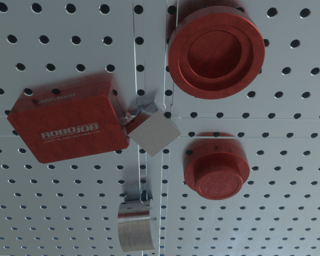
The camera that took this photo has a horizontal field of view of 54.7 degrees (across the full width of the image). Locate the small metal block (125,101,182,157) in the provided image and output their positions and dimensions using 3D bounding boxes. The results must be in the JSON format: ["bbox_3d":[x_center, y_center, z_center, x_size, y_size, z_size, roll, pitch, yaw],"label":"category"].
[{"bbox_3d":[-0.009,0.002,0.405,0.050,0.025,0.050,-39,122,9],"label":"small metal block"}]

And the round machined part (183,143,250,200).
[{"bbox_3d":[0.085,0.071,0.462,0.099,0.042,0.097,-1,130,0],"label":"round machined part"}]

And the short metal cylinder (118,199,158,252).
[{"bbox_3d":[-0.035,0.160,0.512,0.050,0.080,0.080,-7,130,5],"label":"short metal cylinder"}]

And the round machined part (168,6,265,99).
[{"bbox_3d":[0.057,-0.082,0.332,0.099,0.042,0.097,-1,130,0],"label":"round machined part"}]

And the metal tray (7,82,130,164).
[{"bbox_3d":[-0.114,-0.003,0.404,0.131,0.030,0.090,-11,130,8],"label":"metal tray"}]
